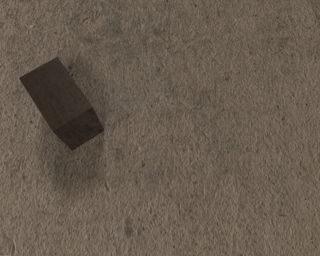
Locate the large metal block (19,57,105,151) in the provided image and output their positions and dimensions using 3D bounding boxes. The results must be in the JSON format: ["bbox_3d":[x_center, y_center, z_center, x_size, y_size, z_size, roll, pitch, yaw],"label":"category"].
[{"bbox_3d":[-0.119,-0.027,0.387,0.050,0.080,0.080,-34,74,-12],"label":"large metal block"}]
